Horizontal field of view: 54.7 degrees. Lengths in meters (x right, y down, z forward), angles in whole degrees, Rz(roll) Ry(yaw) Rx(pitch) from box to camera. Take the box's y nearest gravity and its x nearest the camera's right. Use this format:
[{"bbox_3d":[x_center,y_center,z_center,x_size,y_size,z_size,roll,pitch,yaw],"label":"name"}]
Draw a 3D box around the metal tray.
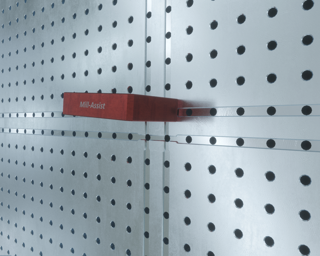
[{"bbox_3d":[-0.053,-0.028,0.408,0.130,0.091,0.030,6,94,39],"label":"metal tray"}]
